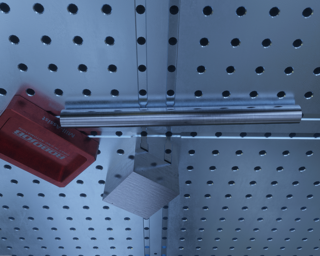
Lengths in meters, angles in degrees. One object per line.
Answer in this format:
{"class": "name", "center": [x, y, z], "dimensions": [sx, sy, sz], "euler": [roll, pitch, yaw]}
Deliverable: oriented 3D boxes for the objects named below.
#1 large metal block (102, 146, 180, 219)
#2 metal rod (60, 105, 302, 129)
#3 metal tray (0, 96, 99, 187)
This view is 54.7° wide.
{"class": "large metal block", "center": [-0.028, 0.084, 0.467], "dimensions": [0.080, 0.050, 0.080], "euler": [30, 124, -23]}
{"class": "metal rod", "center": [0.026, -0.015, 0.399], "dimensions": [0.302, 0.025, 0.025], "euler": [-1, 130, 0]}
{"class": "metal tray", "center": [-0.163, 0.024, 0.426], "dimensions": [0.130, 0.030, 0.090], "euler": [35, 122, -27]}
